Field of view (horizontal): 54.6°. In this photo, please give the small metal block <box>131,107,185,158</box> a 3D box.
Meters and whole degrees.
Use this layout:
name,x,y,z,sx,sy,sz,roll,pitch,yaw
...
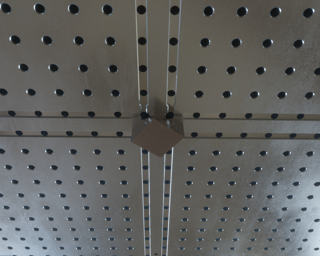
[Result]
name,x,y,z,sx,sy,sz,roll,pitch,yaw
small metal block,-0.003,0.007,0.417,0.050,0.025,0.050,31,124,-24
